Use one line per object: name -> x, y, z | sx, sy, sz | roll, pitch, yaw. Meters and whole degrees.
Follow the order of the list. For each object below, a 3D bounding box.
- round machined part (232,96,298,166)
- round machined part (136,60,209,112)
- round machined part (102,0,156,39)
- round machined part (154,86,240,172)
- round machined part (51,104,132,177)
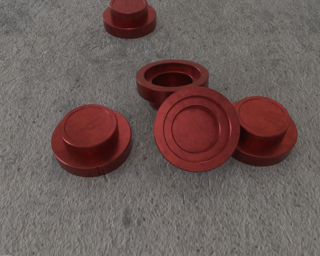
round machined part -> 0.125, -0.003, 0.395 | 0.099, 0.042, 0.098 | 0, 50, 0
round machined part -> 0.018, -0.056, 0.429 | 0.099, 0.042, 0.098 | -2, 35, 1
round machined part -> -0.056, -0.209, 0.568 | 0.099, 0.042, 0.098 | 0, 50, 0
round machined part -> 0.042, 0.002, 0.370 | 0.099, 0.042, 0.097 | 0, 87, -2
round machined part -> -0.085, 0.009, 0.384 | 0.099, 0.042, 0.098 | 0, 50, 0
